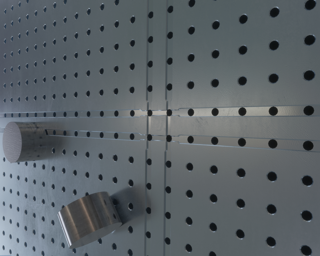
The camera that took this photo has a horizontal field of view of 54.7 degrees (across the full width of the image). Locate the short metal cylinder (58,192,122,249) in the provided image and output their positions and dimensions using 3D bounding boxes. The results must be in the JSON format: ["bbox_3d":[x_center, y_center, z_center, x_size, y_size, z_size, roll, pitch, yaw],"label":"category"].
[{"bbox_3d":[-0.103,0.136,0.459,0.080,0.081,0.050,-43,64,32],"label":"short metal cylinder"}]

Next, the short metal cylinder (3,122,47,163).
[{"bbox_3d":[-0.270,0.027,0.616,0.080,0.050,0.079,0,90,40],"label":"short metal cylinder"}]
